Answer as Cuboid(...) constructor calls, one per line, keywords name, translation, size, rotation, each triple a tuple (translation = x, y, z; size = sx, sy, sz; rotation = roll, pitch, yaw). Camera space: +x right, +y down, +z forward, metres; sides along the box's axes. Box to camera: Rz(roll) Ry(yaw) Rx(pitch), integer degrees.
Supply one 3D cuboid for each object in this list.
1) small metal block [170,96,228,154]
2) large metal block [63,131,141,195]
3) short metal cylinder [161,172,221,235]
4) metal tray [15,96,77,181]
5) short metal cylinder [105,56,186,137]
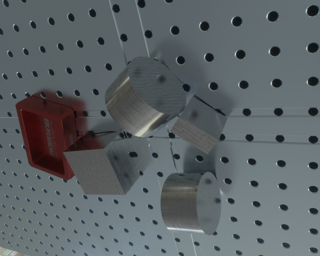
Cuboid(name="small metal block", translation=(0.047, -0.004, 0.366), size=(0.050, 0.050, 0.025), rotation=(32, 129, 2))
Cuboid(name="large metal block", translation=(-0.087, 0.055, 0.475), size=(0.080, 0.050, 0.080), rotation=(-7, 115, 31))
Cuboid(name="short metal cylinder", translation=(0.043, 0.100, 0.414), size=(0.050, 0.080, 0.080), rotation=(-7, 115, 31))
Cuboid(name="metal tray", translation=(-0.184, 0.019, 0.516), size=(0.090, 0.030, 0.129), rotation=(16, 125, 18))
Cuboid(name="short metal cylinder", translation=(-0.016, -0.036, 0.362), size=(0.080, 0.080, 0.050), rotation=(46, 129, -5))
